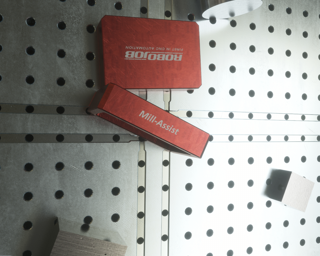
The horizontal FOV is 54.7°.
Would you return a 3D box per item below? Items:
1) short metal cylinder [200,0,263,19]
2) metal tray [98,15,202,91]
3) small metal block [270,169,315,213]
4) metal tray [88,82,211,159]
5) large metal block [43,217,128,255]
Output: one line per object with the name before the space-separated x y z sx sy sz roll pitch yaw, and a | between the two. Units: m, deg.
short metal cylinder | 0.094 -0.185 0.419 0.081 0.080 0.050 -10 94 -20
metal tray | -0.012 -0.094 0.406 0.131 0.030 0.089 -3 91 -20
small metal block | 0.211 0.100 0.493 0.050 0.025 0.050 26 81 -19
metal tray | -0.016 -0.006 0.372 0.131 0.090 0.030 27 81 -19
large metal block | -0.095 0.161 0.365 0.080 0.050 0.080 22 83 -19
